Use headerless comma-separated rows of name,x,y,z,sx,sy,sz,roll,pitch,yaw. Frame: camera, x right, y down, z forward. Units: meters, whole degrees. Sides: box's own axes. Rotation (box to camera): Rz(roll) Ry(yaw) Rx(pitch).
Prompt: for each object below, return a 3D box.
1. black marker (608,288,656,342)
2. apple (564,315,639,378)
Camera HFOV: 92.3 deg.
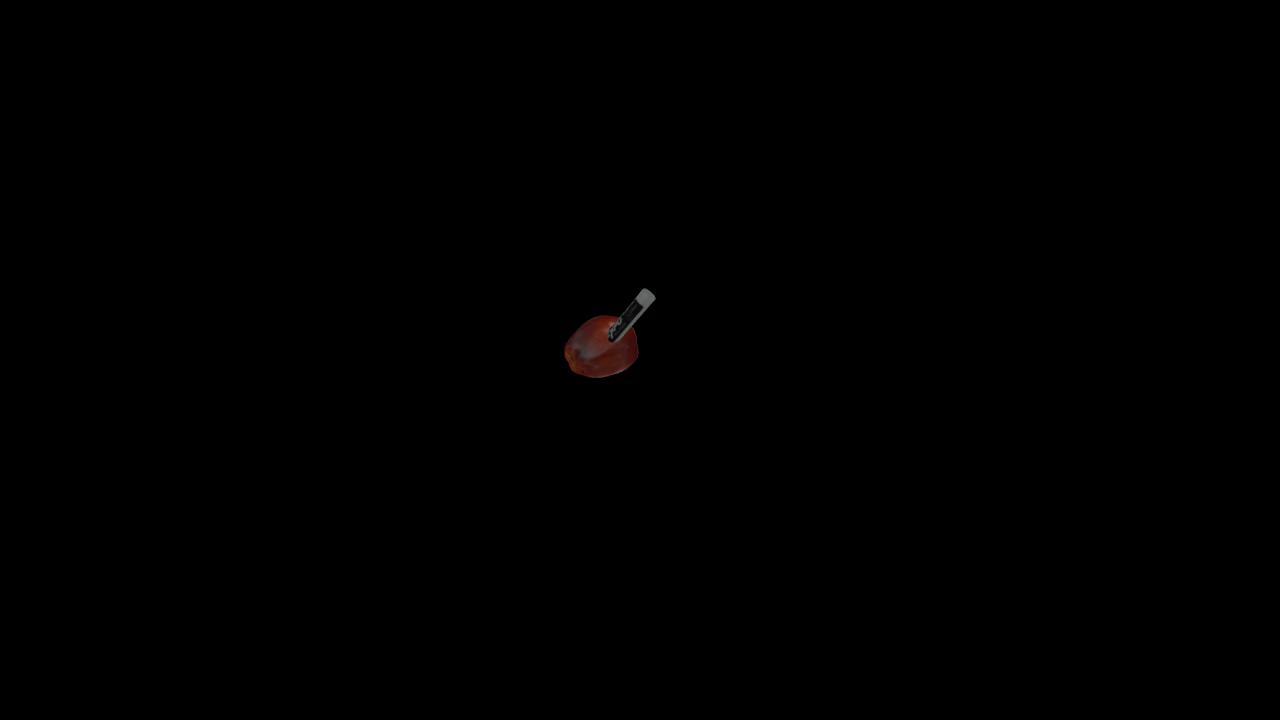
black marker,-0.027,-0.033,0.722,0.020,0.121,0.020,37,18,-14
apple,-0.047,-0.018,0.754,0.093,0.079,0.079,-28,14,-28
